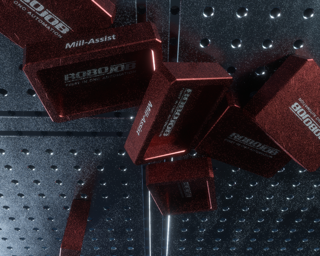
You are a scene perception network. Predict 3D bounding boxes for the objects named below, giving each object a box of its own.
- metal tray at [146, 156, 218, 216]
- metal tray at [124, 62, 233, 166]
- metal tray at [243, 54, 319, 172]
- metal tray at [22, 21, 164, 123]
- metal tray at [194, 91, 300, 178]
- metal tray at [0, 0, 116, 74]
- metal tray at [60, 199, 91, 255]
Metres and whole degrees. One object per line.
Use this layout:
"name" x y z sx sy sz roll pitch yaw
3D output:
"metal tray" 0.036 0.092 0.465 0.090 0.030 0.130 -9 145 7
"metal tray" 0.019 -0.015 0.366 0.091 0.030 0.129 -8 139 -36
"metal tray" 0.174 -0.014 0.376 0.130 0.030 0.090 36 99 -27
"metal tray" -0.063 -0.056 0.329 0.131 0.030 0.090 -13 144 -5
"metal tray" 0.123 0.014 0.421 0.131 0.030 0.089 20 127 -17
"metal tray" -0.121 -0.124 0.302 0.130 0.030 0.090 36 121 -27
"metal tray" -0.148 0.196 0.534 0.030 0.090 0.129 12 129 -10
